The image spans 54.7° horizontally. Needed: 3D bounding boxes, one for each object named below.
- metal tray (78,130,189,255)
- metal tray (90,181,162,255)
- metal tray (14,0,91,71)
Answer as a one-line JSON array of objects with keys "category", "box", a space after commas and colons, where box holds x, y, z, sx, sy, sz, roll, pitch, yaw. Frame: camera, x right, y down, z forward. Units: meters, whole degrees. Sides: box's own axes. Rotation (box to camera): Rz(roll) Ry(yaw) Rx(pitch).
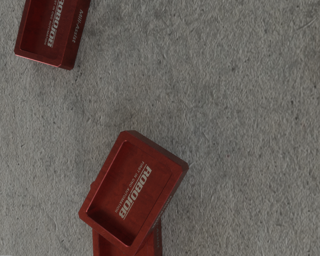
[{"category": "metal tray", "box": [-0.035, 0.079, 0.385, 0.090, 0.030, 0.129, 32, 100, 17]}, {"category": "metal tray", "box": [-0.046, 0.136, 0.422, 0.090, 0.030, 0.129, -3, 89, 20]}, {"category": "metal tray", "box": [-0.160, -0.160, 0.462, 0.090, 0.030, 0.129, 18, 96, 19]}]
